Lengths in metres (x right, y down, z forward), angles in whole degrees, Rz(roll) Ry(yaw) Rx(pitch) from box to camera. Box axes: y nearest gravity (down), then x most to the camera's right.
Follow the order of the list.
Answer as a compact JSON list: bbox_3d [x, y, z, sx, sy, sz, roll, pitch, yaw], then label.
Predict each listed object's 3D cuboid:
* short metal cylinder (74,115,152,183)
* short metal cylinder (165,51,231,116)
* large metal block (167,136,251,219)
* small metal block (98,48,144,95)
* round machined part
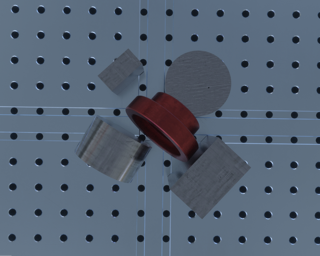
[{"bbox_3d":[-0.057,0.026,0.385,0.080,0.080,0.050,31,90,-1],"label":"short metal cylinder"},{"bbox_3d":[0.046,-0.054,0.401,0.081,0.050,0.079,0,90,-1],"label":"short metal cylinder"},{"bbox_3d":[0.056,0.056,0.387,0.050,0.080,0.080,43,90,-1],"label":"large metal block"},{"bbox_3d":[-0.049,-0.071,0.400,0.050,0.050,0.025,-42,90,0],"label":"small metal block"},{"bbox_3d":[0.009,-0.006,0.377,0.098,0.098,0.042,41,78,-1],"label":"round machined part"}]
